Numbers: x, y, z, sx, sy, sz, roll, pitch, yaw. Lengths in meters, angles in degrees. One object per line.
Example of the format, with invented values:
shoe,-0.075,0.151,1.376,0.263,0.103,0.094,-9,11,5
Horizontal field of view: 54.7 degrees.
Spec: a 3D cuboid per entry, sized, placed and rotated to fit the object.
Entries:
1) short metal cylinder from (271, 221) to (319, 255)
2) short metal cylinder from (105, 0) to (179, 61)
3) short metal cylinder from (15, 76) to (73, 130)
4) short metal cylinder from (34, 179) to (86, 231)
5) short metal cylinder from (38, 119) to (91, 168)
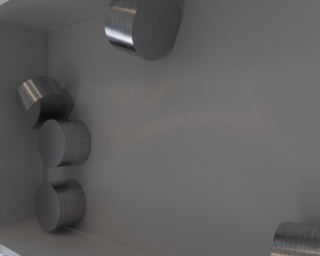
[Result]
short metal cylinder,0.133,0.122,0.261,0.050,0.081,0.080,-9,84,40
short metal cylinder,-0.021,-0.130,0.389,0.050,0.081,0.079,28,108,36
short metal cylinder,-0.201,-0.043,0.537,0.050,0.081,0.080,49,119,28
short metal cylinder,-0.172,0.131,0.533,0.080,0.050,0.080,0,90,40
short metal cylinder,-0.162,0.025,0.525,0.080,0.050,0.080,0,90,40
